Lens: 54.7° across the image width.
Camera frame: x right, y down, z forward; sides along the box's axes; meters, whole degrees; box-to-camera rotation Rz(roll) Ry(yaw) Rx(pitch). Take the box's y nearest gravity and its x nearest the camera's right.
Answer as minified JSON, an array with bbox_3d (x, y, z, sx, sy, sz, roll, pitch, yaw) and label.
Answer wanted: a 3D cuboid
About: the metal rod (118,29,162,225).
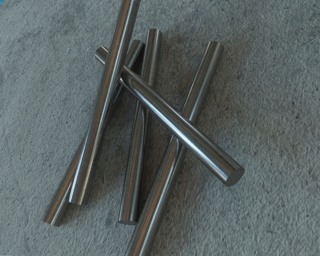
[{"bbox_3d":[-0.022,-0.021,0.428,0.025,0.025,0.299,-8,58,24],"label":"metal rod"}]

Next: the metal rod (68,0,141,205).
[{"bbox_3d":[-0.072,-0.048,0.417,0.025,0.025,0.299,10,83,32],"label":"metal rod"}]

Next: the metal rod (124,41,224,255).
[{"bbox_3d":[0.024,0.017,0.380,0.025,0.025,0.300,9,66,32],"label":"metal rod"}]

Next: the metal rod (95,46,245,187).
[{"bbox_3d":[-0.009,-0.035,0.396,0.025,0.025,0.300,-43,51,-2],"label":"metal rod"}]

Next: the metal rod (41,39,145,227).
[{"bbox_3d":[-0.088,-0.006,0.453,0.025,0.025,0.300,10,66,32],"label":"metal rod"}]
